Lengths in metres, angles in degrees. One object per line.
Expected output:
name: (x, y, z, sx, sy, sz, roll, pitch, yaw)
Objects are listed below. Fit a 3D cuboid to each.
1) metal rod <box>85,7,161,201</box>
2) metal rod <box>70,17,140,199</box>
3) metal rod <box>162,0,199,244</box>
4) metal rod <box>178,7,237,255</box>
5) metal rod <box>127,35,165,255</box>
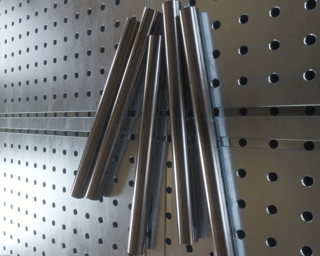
metal rod: (-0.058, -0.024, 0.459, 0.025, 0.025, 0.298, 32, 110, 35)
metal rod: (-0.087, -0.020, 0.482, 0.025, 0.025, 0.298, 34, 111, 35)
metal rod: (0.025, -0.010, 0.390, 0.025, 0.025, 0.299, -7, 86, 40)
metal rod: (0.055, 0.004, 0.365, 0.025, 0.025, 0.299, -13, 82, 39)
metal rod: (-0.018, 0.027, 0.425, 0.025, 0.025, 0.298, 10, 97, 39)
